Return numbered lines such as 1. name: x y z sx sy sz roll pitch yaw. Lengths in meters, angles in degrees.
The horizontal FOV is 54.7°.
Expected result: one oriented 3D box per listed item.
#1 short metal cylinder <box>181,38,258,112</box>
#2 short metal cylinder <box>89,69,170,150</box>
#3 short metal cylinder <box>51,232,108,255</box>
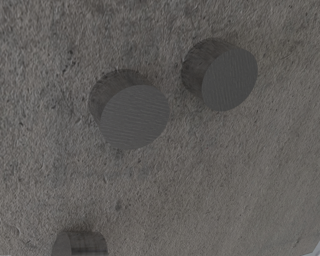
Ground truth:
1. short metal cylinder: 0.074 -0.067 0.389 0.081 0.050 0.079 -14 124 -21
2. short metal cylinder: -0.036 -0.022 0.357 0.081 0.050 0.079 -14 124 -21
3. short metal cylinder: -0.112 0.184 0.424 0.050 0.080 0.080 13 111 -34
